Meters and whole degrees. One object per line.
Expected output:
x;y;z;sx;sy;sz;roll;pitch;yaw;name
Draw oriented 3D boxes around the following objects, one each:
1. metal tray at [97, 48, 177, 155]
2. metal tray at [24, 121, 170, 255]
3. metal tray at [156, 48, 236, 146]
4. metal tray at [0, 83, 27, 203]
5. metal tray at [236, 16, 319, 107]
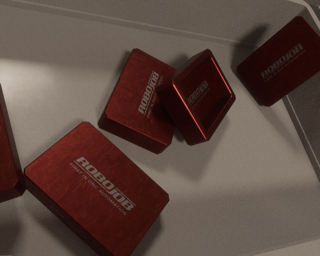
-0.018;-0.039;0.418;0.090;0.030;0.130;26;52;-12;metal tray
-0.065;0.066;0.329;0.130;0.030;0.090;42;51;1;metal tray
0.056;-0.047;0.431;0.090;0.030;0.131;58;41;-14;metal tray
-0.183;0.011;0.277;0.091;0.030;0.130;-17;67;-18;metal tray
0.207;-0.108;0.517;0.090;0.130;0.030;55;30;10;metal tray
